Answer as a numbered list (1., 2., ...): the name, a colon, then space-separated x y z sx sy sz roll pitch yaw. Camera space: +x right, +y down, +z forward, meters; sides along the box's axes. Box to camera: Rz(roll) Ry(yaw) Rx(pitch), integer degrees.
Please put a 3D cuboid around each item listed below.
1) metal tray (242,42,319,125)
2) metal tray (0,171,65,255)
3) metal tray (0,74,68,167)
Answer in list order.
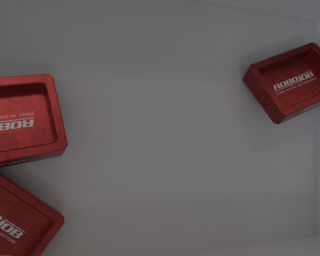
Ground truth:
1. metal tray: 0.202 -0.069 0.459 0.131 0.030 0.090 -22 68 -18
2. metal tray: -0.184 0.099 0.334 0.130 0.030 0.090 41 71 -15
3. metal tray: -0.172 -0.005 0.322 0.131 0.030 0.090 -10 76 -26
